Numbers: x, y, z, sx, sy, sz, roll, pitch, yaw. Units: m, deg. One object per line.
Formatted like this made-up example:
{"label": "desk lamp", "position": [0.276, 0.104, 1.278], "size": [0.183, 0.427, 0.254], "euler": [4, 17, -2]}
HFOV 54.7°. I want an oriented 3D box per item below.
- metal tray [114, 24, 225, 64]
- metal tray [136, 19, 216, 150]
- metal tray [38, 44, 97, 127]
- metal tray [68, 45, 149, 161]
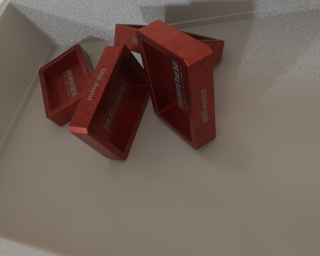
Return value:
{"label": "metal tray", "position": [0.011, -0.118, 0.432], "size": [0.130, 0.091, 0.030], "euler": [26, 119, 36]}
{"label": "metal tray", "position": [0.021, -0.046, 0.353], "size": [0.030, 0.129, 0.090], "euler": [-33, 49, -18]}
{"label": "metal tray", "position": [-0.155, -0.076, 0.527], "size": [0.090, 0.030, 0.130], "euler": [-31, 52, 7]}
{"label": "metal tray", "position": [-0.059, -0.033, 0.412], "size": [0.030, 0.090, 0.130], "euler": [5, 64, 30]}
